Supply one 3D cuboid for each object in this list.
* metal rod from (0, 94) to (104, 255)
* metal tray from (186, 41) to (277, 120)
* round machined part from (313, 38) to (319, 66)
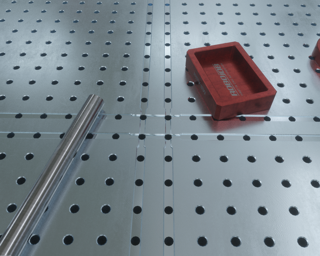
[{"bbox_3d":[-0.131,0.072,0.345,0.025,0.025,0.300,12,51,10],"label":"metal rod"},{"bbox_3d":[0.102,-0.076,0.469,0.091,0.030,0.130,-12,51,-11],"label":"metal tray"},{"bbox_3d":[0.310,-0.129,0.509,0.099,0.042,0.098,0,50,0],"label":"round machined part"}]
